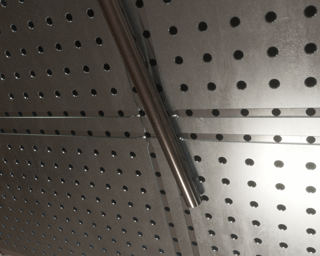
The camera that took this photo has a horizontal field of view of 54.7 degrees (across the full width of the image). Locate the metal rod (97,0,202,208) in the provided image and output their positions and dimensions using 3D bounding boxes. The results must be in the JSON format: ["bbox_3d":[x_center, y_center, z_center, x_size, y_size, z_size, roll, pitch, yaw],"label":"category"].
[{"bbox_3d":[-0.005,-0.022,0.399,0.025,0.025,0.299,-10,114,32],"label":"metal rod"}]
